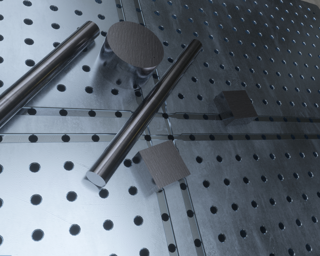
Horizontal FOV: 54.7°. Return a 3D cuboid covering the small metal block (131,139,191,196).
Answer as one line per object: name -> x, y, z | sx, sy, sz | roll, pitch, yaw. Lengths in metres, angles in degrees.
small metal block -> 0.001, 0.048, 0.380 | 0.050, 0.025, 0.050 | -18, 71, -35

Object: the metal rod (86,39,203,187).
metal rod -> -0.005, -0.042, 0.430 | 0.025, 0.025, 0.301 | 37, 51, -4

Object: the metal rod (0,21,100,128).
metal rod -> -0.156, -0.040, 0.348 | 0.025, 0.025, 0.301 | 35, 51, -6

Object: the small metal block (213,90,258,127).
small metal block -> 0.120, -0.032, 0.492 | 0.050, 0.025, 0.050 | -6, 65, -31

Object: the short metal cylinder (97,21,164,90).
short metal cylinder -> -0.041, -0.100, 0.431 | 0.081, 0.050, 0.080 | 14, 56, -21
